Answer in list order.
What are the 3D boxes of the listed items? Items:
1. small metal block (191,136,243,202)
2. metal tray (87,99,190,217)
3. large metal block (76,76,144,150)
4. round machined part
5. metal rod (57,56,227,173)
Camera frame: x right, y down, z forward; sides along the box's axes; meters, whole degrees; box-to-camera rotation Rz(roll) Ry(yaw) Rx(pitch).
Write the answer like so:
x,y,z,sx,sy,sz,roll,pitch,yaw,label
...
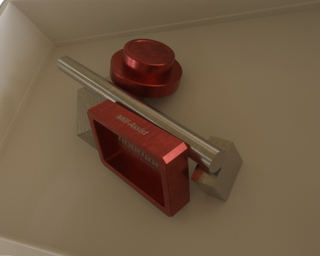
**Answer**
x,y,z,sx,sy,sz,roll,pitch,yaw,label
0.062,0.044,0.328,0.025,0.050,0.050,15,70,34,small metal block
-0.026,0.031,0.351,0.030,0.089,0.130,-34,46,-30,metal tray
-0.068,-0.025,0.437,0.080,0.050,0.080,-20,54,16,large metal block
-0.017,-0.087,0.420,0.099,0.042,0.098,8,42,-7,round machined part
-0.045,-0.033,0.381,0.300,0.025,0.025,33,80,38,metal rod
